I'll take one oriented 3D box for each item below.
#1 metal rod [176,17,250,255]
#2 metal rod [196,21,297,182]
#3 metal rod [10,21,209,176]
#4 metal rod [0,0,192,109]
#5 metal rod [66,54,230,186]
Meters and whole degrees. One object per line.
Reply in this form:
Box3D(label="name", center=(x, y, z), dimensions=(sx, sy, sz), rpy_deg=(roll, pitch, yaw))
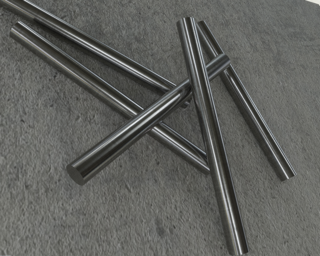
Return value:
Box3D(label="metal rod", center=(0.064, 0.002, 0.390), dimensions=(0.025, 0.025, 0.299), rpy_deg=(-6, 79, -31))
Box3D(label="metal rod", center=(0.132, -0.054, 0.507), dimensions=(0.025, 0.025, 0.299), rpy_deg=(-13, 69, -34))
Box3D(label="metal rod", center=(-0.055, -0.035, 0.395), dimensions=(0.301, 0.025, 0.025), rpy_deg=(35, 51, -5))
Box3D(label="metal rod", center=(-0.089, -0.109, 0.421), dimensions=(0.301, 0.025, 0.025), rpy_deg=(28, 52, -11))
Box3D(label="metal rod", center=(0.009, -0.030, 0.392), dimensions=(0.025, 0.025, 0.302), rpy_deg=(47, 51, 4))
